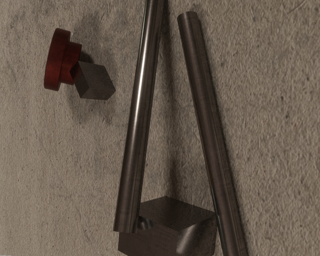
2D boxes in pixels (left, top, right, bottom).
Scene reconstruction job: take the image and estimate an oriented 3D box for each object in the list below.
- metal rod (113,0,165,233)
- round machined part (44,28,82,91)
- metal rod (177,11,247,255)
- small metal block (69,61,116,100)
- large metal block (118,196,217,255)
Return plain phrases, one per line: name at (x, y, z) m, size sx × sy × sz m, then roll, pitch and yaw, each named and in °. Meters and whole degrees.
metal rod at (-0.021, -0.034, 0.365) m, size 0.025 × 0.025 × 0.299 m, roll -8°, pitch 68°, yaw 39°
round machined part at (-0.153, -0.106, 0.498) m, size 0.098 × 0.042 × 0.097 m, roll -167°, pitch 89°, yaw -74°
metal rod at (0.059, 0.010, 0.354) m, size 0.025 × 0.025 × 0.298 m, roll -17°, pitch 80°, yaw 38°
small metal block at (-0.102, -0.071, 0.470) m, size 0.025 × 0.050 × 0.050 m, roll -40°, pitch 66°, yaw 32°
large metal block at (0.010, 0.120, 0.359) m, size 0.080 × 0.081 × 0.050 m, roll 9°, pitch 96°, yaw 39°
